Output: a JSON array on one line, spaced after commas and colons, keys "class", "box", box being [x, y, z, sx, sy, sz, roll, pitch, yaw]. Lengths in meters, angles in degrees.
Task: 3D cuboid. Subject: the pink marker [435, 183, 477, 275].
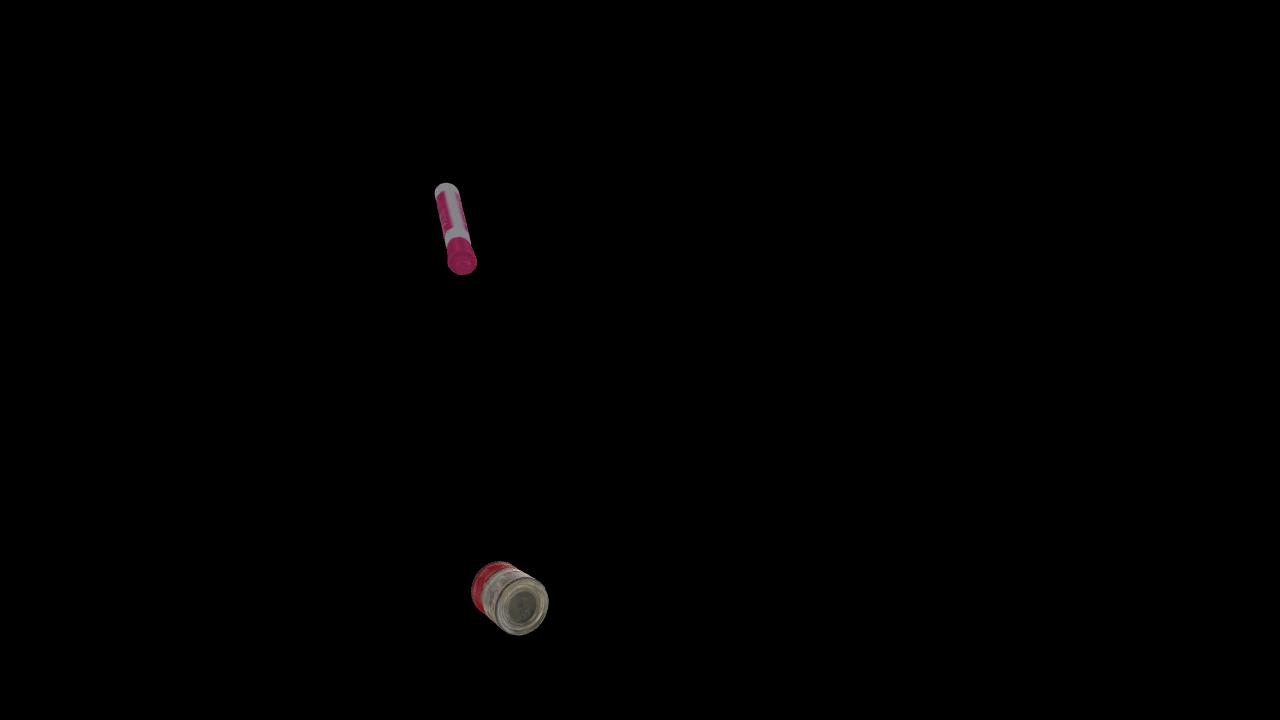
[{"class": "pink marker", "box": [-0.133, -0.096, 0.442, 0.020, 0.020, 0.121, 0, 36, -23]}]

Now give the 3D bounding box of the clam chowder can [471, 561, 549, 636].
[{"class": "clam chowder can", "box": [-0.162, 0.293, 0.762, 0.068, 0.068, 0.102, 0, -6, -31]}]
